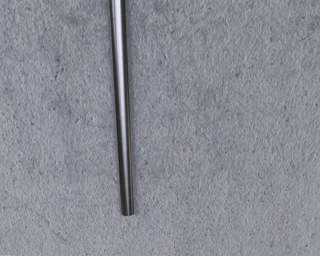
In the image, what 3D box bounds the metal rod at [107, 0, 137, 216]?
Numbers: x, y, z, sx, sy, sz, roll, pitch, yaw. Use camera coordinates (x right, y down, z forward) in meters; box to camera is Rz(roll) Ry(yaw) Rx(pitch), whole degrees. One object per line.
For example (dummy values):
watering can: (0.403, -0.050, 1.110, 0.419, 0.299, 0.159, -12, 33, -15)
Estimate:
metal rod: (-0.048, -0.018, 0.402, 0.025, 0.025, 0.298, 0, 110, 0)
